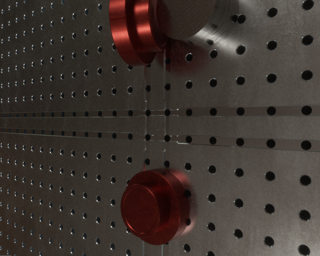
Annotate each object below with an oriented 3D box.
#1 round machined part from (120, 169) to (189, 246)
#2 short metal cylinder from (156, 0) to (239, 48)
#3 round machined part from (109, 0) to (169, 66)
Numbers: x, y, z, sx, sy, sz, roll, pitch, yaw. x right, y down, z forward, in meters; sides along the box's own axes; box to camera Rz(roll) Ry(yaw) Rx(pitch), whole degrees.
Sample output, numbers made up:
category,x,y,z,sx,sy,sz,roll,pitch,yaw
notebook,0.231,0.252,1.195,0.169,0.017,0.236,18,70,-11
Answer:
category,x,y,z,sx,sy,sz,roll,pitch,yaw
round machined part,-0.014,0.105,0.408,0.098,0.042,0.097,0,90,39
short metal cylinder,0.043,-0.137,0.357,0.080,0.050,0.079,0,90,39
round machined part,-0.020,-0.127,0.380,0.042,0.098,0.097,-2,89,20
